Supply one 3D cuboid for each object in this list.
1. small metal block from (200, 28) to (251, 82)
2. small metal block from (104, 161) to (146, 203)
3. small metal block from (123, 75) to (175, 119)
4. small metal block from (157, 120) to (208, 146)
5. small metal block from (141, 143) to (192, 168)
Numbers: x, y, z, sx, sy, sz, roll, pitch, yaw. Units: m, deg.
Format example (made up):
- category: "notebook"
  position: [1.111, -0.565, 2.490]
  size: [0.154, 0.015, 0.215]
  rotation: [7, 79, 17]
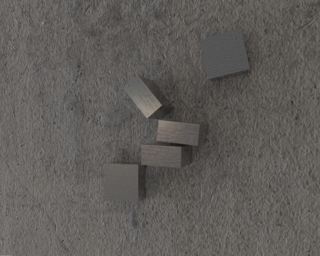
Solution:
- category: "small metal block"
  position: [0.081, -0.088, 0.380]
  size: [0.050, 0.025, 0.050]
  rotation: [-12, 86, 19]
- category: "small metal block"
  position: [-0.048, 0.073, 0.426]
  size: [0.050, 0.025, 0.050]
  rotation: [0, 90, 20]
- category: "small metal block"
  position: [-0.013, -0.039, 0.400]
  size: [0.025, 0.050, 0.050]
  rotation: [-41, 77, 15]
- category: "small metal block"
  position: [0.029, 0.005, 0.385]
  size: [0.050, 0.050, 0.025]
  rotation: [7, 92, 20]
- category: "small metal block"
  position: [0.010, 0.033, 0.392]
  size: [0.050, 0.050, 0.025]
  rotation: [2, 91, 20]
